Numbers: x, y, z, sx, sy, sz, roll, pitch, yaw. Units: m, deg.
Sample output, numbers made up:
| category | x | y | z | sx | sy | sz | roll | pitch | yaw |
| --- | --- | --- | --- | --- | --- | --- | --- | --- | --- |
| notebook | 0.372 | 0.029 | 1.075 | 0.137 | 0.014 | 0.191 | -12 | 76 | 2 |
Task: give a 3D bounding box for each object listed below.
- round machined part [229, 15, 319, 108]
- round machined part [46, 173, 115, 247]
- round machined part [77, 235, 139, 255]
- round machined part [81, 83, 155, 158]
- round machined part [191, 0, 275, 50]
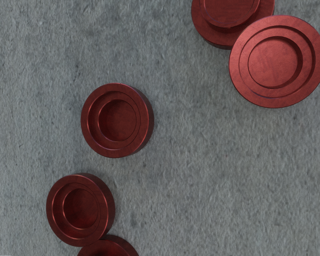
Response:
| category | x | y | z | sx | sy | sz | roll | pitch | yaw |
| --- | --- | --- | --- | --- | --- | --- | --- | --- | --- |
| round machined part | 0.128 | -0.073 | 0.347 | 0.098 | 0.042 | 0.097 | 3 | 102 | 12 |
| round machined part | -0.106 | 0.111 | 0.436 | 0.098 | 0.042 | 0.097 | 0 | 90 | 19 |
| round machined part | -0.076 | 0.202 | 0.426 | 0.098 | 0.042 | 0.097 | 0 | 90 | 19 |
| round machined part | -0.053 | -0.010 | 0.418 | 0.098 | 0.042 | 0.097 | 0 | 90 | 19 |
| round machined part | 0.085 | -0.147 | 0.370 | 0.098 | 0.042 | 0.097 | 0 | 90 | 19 |
